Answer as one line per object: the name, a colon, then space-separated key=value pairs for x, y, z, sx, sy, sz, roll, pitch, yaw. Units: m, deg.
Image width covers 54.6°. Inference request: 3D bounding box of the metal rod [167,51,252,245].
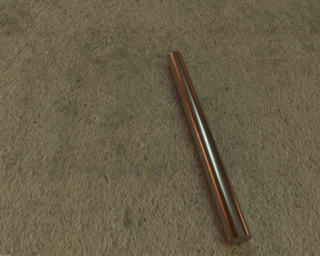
metal rod: x=0.052 y=-0.001 z=0.404 sx=0.025 sy=0.025 sz=0.300 roll=-8 pitch=51 yaw=-7
